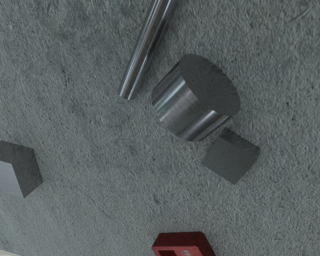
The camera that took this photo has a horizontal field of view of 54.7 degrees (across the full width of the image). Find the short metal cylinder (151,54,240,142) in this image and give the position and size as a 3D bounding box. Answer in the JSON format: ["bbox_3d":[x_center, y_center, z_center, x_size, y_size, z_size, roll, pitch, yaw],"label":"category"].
[{"bbox_3d":[0.038,-0.032,0.331,0.080,0.080,0.050,44,129,-3],"label":"short metal cylinder"}]

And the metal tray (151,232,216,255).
[{"bbox_3d":[0.054,0.234,0.518,0.090,0.030,0.130,-16,111,34],"label":"metal tray"}]

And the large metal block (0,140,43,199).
[{"bbox_3d":[-0.277,0.077,0.581,0.080,0.050,0.079,11,123,22],"label":"large metal block"}]

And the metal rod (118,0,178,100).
[{"bbox_3d":[0.013,-0.147,0.307,0.025,0.025,0.298,33,129,6],"label":"metal rod"}]

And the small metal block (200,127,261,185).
[{"bbox_3d":[0.086,0.035,0.382,0.050,0.025,0.050,33,129,6],"label":"small metal block"}]
